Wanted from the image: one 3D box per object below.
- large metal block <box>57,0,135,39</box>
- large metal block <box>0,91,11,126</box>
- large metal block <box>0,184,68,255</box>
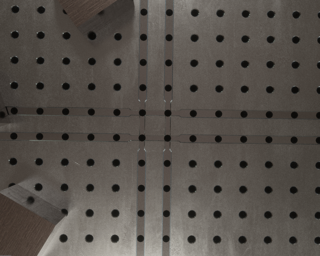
[{"bbox_3d":[-0.091,-0.177,0.400,0.080,0.050,0.080,-35,90,0],"label":"large metal block"},{"bbox_3d":[-0.255,-0.032,0.398,0.080,0.050,0.080,-18,90,-1],"label":"large metal block"},{"bbox_3d":[-0.182,0.131,0.399,0.080,0.050,0.080,31,90,-1],"label":"large metal block"}]
